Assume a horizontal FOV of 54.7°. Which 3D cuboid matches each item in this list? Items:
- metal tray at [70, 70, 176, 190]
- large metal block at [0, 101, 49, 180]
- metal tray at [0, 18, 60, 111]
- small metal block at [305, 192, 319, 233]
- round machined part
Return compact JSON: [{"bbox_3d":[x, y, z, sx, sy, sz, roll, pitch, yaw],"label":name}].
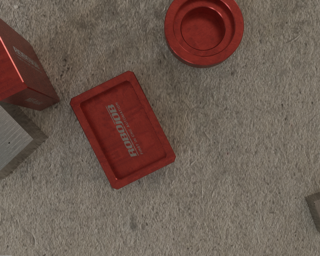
[{"bbox_3d":[-0.047,0.003,0.406,0.090,0.030,0.130,-27,90,0],"label":"metal tray"},{"bbox_3d":[-0.209,0.012,0.396,0.080,0.050,0.080,-44,90,0],"label":"large metal block"},{"bbox_3d":[-0.164,-0.070,0.355,0.030,0.130,0.090,-28,90,-4],"label":"metal tray"},{"bbox_3d":[0.231,0.110,0.412,0.050,0.025,0.050,-20,90,0],"label":"small metal block"},{"bbox_3d":[0.054,-0.126,0.402,0.099,0.042,0.097,0,90,0],"label":"round machined part"}]
